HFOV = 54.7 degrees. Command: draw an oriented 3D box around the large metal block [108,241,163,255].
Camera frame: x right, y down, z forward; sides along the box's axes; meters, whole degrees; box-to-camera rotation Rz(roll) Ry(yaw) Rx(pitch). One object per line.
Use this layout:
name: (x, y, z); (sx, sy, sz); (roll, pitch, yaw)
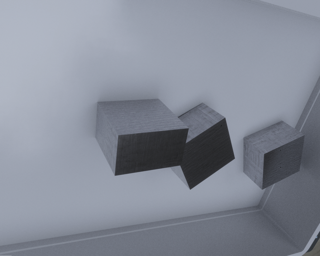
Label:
large metal block: (-0.035, 0.235, 0.501); (0.081, 0.080, 0.050); (8, 114, -32)

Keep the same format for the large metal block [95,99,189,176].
large metal block: (-0.025, 0.006, 0.363); (0.081, 0.080, 0.050); (-5, 121, -26)

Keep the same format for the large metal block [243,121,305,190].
large metal block: (0.190, 0.045, 0.524); (0.081, 0.050, 0.080); (-22, 127, -15)

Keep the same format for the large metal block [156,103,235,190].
large metal block: (0.051, 0.025, 0.432); (0.080, 0.050, 0.080); (-32, 129, -12)
